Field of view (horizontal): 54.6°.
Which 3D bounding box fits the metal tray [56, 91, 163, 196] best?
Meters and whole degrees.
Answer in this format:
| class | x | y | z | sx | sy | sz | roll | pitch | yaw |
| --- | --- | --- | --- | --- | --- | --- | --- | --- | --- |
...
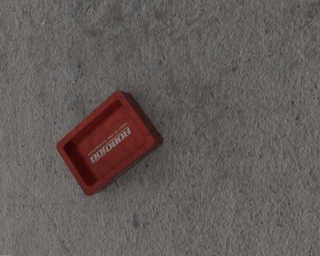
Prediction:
| class | x | y | z | sx | sy | sz | roll | pitch | yaw |
| --- | --- | --- | --- | --- | --- | --- | --- | --- | --- |
| metal tray | -0.072 | 0.022 | 0.432 | 0.130 | 0.030 | 0.090 | -39 | 78 | 16 |
